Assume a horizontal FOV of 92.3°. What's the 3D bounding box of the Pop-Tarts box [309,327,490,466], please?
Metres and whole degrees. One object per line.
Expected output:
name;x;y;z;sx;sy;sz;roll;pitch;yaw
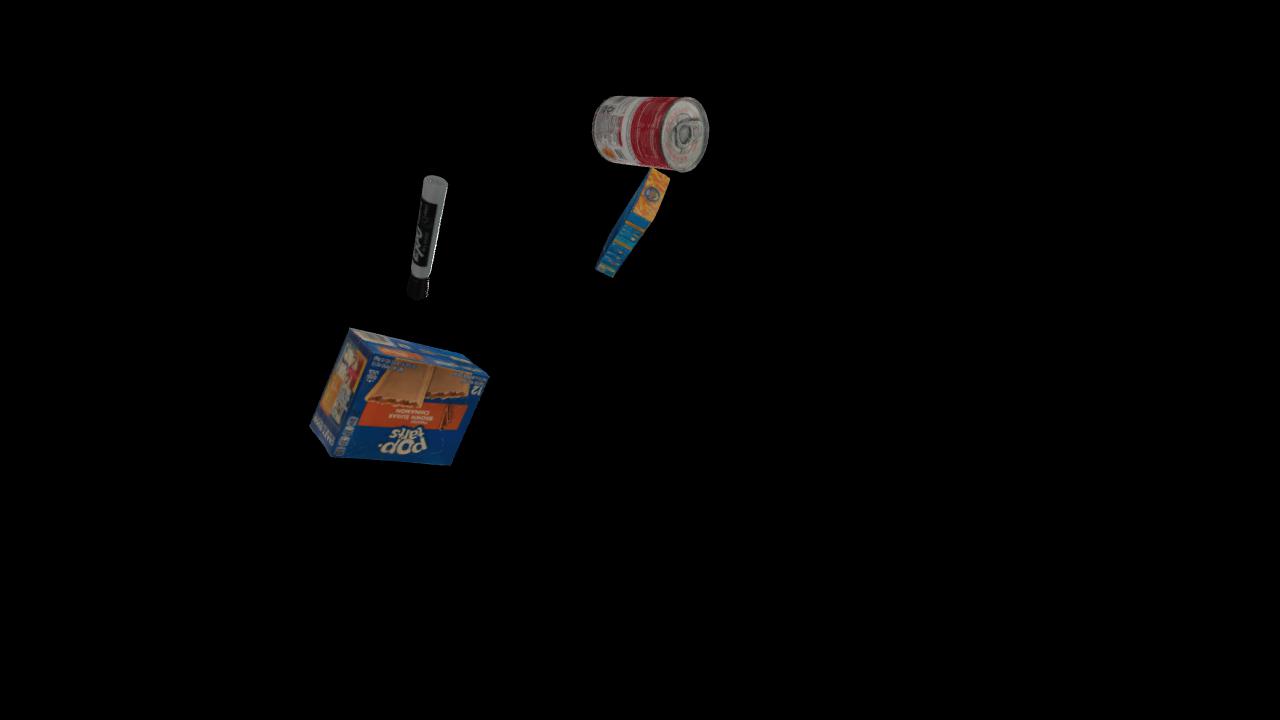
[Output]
Pop-Tarts box;-0.307;0.053;0.796;0.083;0.141;0.167;32;10;41

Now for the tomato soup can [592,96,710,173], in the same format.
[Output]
tomato soup can;0.008;-0.225;0.610;0.101;0.068;0.068;22;15;41

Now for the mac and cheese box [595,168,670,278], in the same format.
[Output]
mac and cheese box;-0.015;-0.213;0.978;0.041;0.093;0.184;28;-26;-11

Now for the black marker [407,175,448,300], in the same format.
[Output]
black marker;-0.183;-0.100;0.526;0.020;0.121;0.020;16;39;-13
